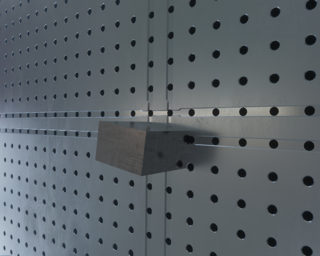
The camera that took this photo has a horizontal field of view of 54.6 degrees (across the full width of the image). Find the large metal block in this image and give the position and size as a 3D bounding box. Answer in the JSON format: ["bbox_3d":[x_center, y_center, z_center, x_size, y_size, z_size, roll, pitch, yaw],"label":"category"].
[{"bbox_3d":[-0.022,0.022,0.393,0.080,0.081,0.050,12,98,39],"label":"large metal block"}]
